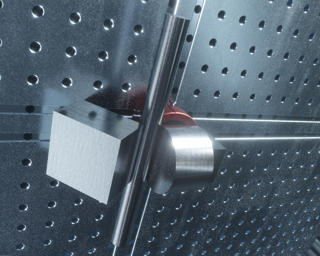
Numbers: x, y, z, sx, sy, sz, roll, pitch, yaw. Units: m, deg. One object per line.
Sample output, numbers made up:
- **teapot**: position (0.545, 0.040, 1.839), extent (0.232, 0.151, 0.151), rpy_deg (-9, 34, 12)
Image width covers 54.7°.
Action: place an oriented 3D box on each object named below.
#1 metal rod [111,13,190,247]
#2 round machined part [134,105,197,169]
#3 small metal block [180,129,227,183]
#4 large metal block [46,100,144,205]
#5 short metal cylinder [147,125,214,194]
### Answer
- **metal rod**: position (-0.019, 0.022, 0.362), extent (0.025, 0.025, 0.298), rpy_deg (1, 118, -29)
- **round machined part**: position (-0.001, 0.014, 0.408), extent (0.099, 0.042, 0.097), rpy_deg (-14, 125, -21)
- **small metal block**: position (0.052, 0.035, 0.392), extent (0.025, 0.050, 0.050), rpy_deg (1, 118, -30)
- **large metal block**: position (-0.073, 0.024, 0.344), extent (0.050, 0.080, 0.079), rpy_deg (-39, 148, -61)
- **short metal cylinder**: position (0.019, 0.036, 0.371), extent (0.050, 0.080, 0.079), rpy_deg (1, 118, -29)
